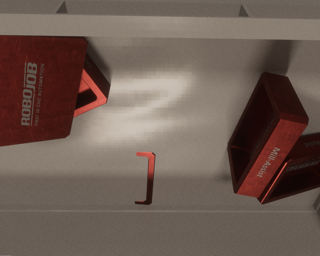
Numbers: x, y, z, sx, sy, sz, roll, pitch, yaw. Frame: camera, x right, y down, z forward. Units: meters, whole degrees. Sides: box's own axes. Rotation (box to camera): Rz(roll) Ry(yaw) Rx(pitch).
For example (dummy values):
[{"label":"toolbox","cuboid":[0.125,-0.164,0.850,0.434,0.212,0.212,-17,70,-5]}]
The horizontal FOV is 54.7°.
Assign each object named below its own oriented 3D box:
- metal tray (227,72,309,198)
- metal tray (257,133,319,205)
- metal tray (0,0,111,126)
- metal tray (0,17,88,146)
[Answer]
[{"label":"metal tray","cuboid":[0.122,0.010,0.375,0.030,0.090,0.129,12,129,-5]},{"label":"metal tray","cuboid":[0.194,0.052,0.421,0.131,0.030,0.089,-9,134,-24]},{"label":"metal tray","cuboid":[-0.128,-0.068,0.345,0.090,0.030,0.130,-22,127,17]},{"label":"metal tray","cuboid":[-0.129,-0.040,0.303,0.091,0.030,0.129,-8,138,-34]}]
